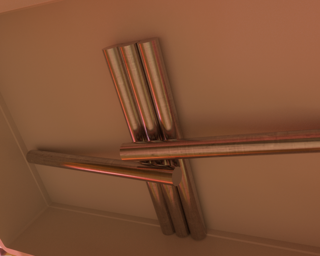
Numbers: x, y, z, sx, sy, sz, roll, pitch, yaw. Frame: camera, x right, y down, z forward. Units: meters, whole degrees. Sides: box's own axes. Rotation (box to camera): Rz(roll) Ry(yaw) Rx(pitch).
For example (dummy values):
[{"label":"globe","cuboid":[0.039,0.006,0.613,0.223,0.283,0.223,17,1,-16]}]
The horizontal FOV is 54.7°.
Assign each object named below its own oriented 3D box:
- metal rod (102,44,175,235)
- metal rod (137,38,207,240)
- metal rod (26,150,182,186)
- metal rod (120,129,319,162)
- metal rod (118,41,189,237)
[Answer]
[{"label":"metal rod","cuboid":[-0.022,0.032,0.437,0.025,0.025,0.298,-2,118,28]},{"label":"metal rod","cuboid":[0.023,0.031,0.413,0.025,0.025,0.298,-2,118,28]},{"label":"metal rod","cuboid":[-0.104,0.056,0.473,0.300,0.025,0.025,2,120,33]},{"label":"metal rod","cuboid":[0.092,0.019,0.347,0.301,0.025,0.025,-5,116,23]},{"label":"metal rod","cuboid":[0.000,0.032,0.425,0.025,0.025,0.298,-2,118,28]}]
